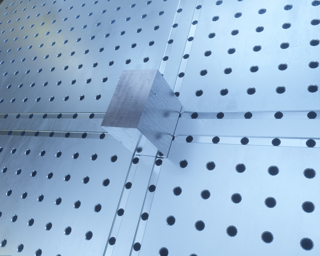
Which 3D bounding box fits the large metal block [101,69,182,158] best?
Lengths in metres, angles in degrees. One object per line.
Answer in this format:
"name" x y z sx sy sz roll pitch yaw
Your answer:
"large metal block" -0.019 -0.017 0.391 0.050 0.080 0.080 4 64 29
